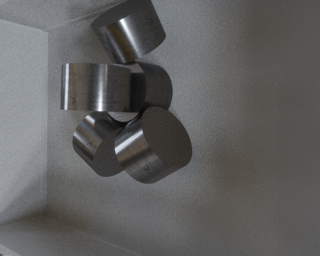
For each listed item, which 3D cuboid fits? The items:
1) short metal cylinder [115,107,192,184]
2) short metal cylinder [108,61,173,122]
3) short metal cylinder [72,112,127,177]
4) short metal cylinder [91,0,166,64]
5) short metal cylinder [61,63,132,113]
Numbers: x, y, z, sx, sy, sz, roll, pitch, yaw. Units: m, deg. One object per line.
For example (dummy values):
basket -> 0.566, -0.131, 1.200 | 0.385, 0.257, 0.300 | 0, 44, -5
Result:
short metal cylinder -> -0.007, 0.021, 0.375 | 0.050, 0.081, 0.080 | -36, 68, 35
short metal cylinder -> -0.030, -0.048, 0.412 | 0.080, 0.050, 0.080 | 0, 90, 40
short metal cylinder -> -0.072, 0.020, 0.428 | 0.050, 0.081, 0.079 | 36, 112, 34
short metal cylinder -> -0.039, -0.125, 0.393 | 0.080, 0.080, 0.050 | 5, 136, 40
short metal cylinder -> -0.074, -0.045, 0.364 | 0.080, 0.081, 0.050 | 4, 93, 40
